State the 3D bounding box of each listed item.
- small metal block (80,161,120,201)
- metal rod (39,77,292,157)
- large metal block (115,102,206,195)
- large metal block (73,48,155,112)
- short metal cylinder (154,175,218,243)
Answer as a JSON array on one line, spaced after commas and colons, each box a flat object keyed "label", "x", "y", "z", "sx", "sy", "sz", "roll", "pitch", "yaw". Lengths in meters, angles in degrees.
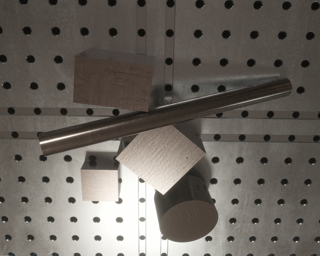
[{"label": "small metal block", "x": -0.083, "y": 0.076, "z": 0.440, "sx": 0.050, "sy": 0.025, "sz": 0.050, "roll": 1, "pitch": 110, "yaw": -1}, {"label": "metal rod", "x": 0.019, "y": -0.018, "z": 0.360, "sx": 0.302, "sy": 0.025, "sz": 0.025, "roll": -14, "pitch": 111, "yaw": -15}, {"label": "large metal block", "x": 0.001, "y": 0.027, "z": 0.410, "sx": 0.080, "sy": 0.050, "sz": 0.080, "roll": 40, "pitch": 105, "yaw": -14}, {"label": "large metal block", "x": -0.050, "y": -0.059, "z": 0.362, "sx": 0.081, "sy": 0.080, "sz": 0.050, "roll": 7, "pitch": 110, "yaw": -3}, {"label": "short metal cylinder", "x": 0.035, "y": 0.113, "z": 0.433, "sx": 0.081, "sy": 0.050, "sz": 0.079, "roll": -5, "pitch": 122, "yaw": -8}]
